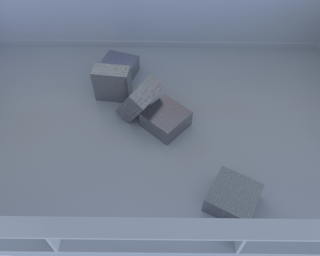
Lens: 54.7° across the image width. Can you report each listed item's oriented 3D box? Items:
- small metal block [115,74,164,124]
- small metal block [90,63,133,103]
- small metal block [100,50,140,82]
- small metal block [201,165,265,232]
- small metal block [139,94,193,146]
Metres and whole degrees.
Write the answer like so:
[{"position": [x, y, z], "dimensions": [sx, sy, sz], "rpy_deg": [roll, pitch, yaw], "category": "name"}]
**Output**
[{"position": [-0.028, -0.039, 0.418], "dimensions": [0.025, 0.050, 0.050], "rpy_deg": [43, 56, -8], "category": "small metal block"}, {"position": [-0.068, -0.063, 0.441], "dimensions": [0.050, 0.050, 0.025], "rpy_deg": [6, 50, 5], "category": "small metal block"}, {"position": [-0.064, -0.092, 0.482], "dimensions": [0.050, 0.025, 0.050], "rpy_deg": [14, 51, 11], "category": "small metal block"}, {"position": [0.080, 0.077, 0.342], "dimensions": [0.050, 0.025, 0.050], "rpy_deg": [24, 54, 18], "category": "small metal block"}, {"position": [0.008, -0.012, 0.415], "dimensions": [0.050, 0.025, 0.050], "rpy_deg": [35, 58, 25], "category": "small metal block"}]
